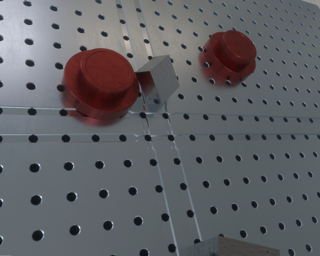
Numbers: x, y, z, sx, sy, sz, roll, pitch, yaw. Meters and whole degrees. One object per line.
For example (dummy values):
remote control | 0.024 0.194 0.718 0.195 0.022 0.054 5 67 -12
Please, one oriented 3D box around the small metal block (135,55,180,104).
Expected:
small metal block | -0.002 -0.067 0.431 0.050 0.025 0.050 -49 128 -40

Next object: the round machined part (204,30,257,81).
round machined part | 0.131 -0.134 0.549 0.099 0.042 0.098 13 56 -21

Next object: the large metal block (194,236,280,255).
large metal block | 0.084 0.170 0.334 0.081 0.050 0.080 19 54 -17

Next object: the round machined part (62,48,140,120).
round machined part | -0.072 -0.063 0.397 0.099 0.042 0.098 13 56 -21
